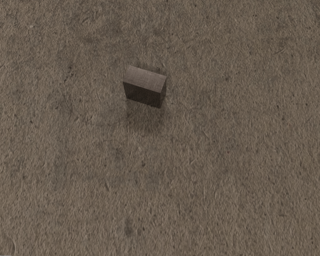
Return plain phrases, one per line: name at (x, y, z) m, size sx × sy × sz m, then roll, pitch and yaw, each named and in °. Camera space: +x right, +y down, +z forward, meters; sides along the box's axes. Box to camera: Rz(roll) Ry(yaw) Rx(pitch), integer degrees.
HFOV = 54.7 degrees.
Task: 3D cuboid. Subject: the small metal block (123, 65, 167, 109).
small metal block at (-0.019, -0.054, 0.414) m, size 0.050 × 0.050 × 0.025 m, roll 18°, pitch 71°, yaw 6°
